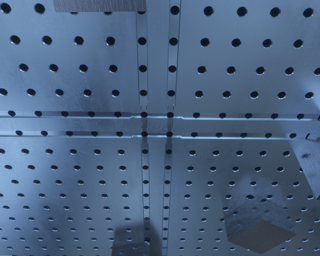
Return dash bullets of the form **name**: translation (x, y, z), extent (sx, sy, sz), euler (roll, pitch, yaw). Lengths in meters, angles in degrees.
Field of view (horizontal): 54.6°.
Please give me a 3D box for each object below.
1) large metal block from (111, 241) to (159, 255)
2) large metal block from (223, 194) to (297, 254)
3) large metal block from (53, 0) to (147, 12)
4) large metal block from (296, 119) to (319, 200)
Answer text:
- **large metal block**: translation (-0.047, 0.279, 0.632), extent (0.080, 0.050, 0.080), euler (-14, 129, 11)
- **large metal block**: translation (0.172, 0.169, 0.540), extent (0.080, 0.050, 0.080), euler (28, 125, -22)
- **large metal block**: translation (-0.053, -0.149, 0.268), extent (0.080, 0.050, 0.080), euler (-1, 130, 0)
- **large metal block**: translation (0.235, 0.040, 0.412), extent (0.050, 0.080, 0.079), euler (8, 130, -7)
